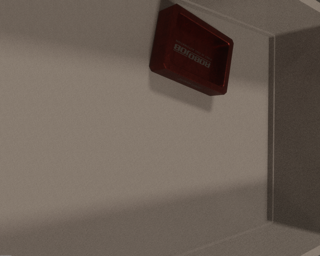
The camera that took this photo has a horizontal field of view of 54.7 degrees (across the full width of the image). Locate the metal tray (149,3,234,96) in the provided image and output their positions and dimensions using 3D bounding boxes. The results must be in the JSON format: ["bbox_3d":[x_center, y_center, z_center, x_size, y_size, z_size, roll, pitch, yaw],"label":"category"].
[{"bbox_3d":[0.051,-0.107,0.447,0.131,0.030,0.090,16,80,-39],"label":"metal tray"}]
